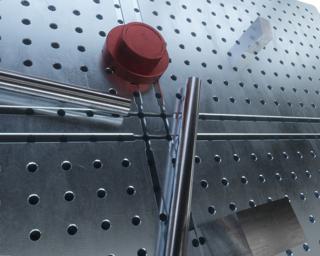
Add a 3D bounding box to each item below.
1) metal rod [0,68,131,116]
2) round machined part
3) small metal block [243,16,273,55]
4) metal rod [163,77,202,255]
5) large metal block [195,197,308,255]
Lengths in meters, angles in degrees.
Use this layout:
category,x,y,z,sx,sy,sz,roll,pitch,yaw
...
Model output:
category,x,y,z,sx,sy,sz,roll,pitch,yaw
metal rod,-0.179,-0.054,0.344,0.302,0.025,0.025,11,57,-23
round machined part,-0.030,-0.115,0.453,0.099,0.042,0.098,14,56,-21
small metal block,0.192,-0.181,0.609,0.025,0.050,0.050,15,56,-20
metal rod,0.031,0.050,0.395,0.025,0.025,0.300,21,54,-16
large metal block,0.102,0.122,0.355,0.081,0.080,0.050,-5,65,-31
